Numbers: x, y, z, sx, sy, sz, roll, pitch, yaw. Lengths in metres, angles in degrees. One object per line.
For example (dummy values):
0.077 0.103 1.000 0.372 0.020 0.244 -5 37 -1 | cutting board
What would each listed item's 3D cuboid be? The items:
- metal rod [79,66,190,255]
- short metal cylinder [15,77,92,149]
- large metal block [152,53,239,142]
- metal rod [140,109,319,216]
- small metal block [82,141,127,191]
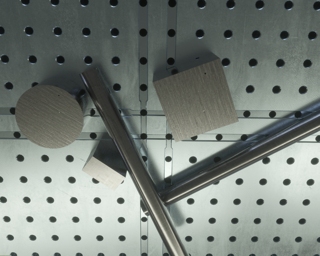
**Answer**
-0.028 0.061 0.415 0.025 0.025 0.299 -23 101 8 | metal rod
-0.131 -0.021 0.391 0.081 0.050 0.079 0 110 0 | short metal cylinder
0.043 -0.039 0.386 0.080 0.050 0.080 -19 109 6 | large metal block
0.107 0.047 0.431 0.300 0.025 0.025 -29 108 10 | metal rod
-0.072 0.050 0.418 0.050 0.050 0.025 36 106 -12 | small metal block
